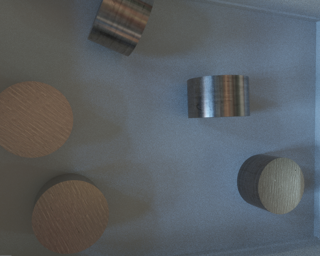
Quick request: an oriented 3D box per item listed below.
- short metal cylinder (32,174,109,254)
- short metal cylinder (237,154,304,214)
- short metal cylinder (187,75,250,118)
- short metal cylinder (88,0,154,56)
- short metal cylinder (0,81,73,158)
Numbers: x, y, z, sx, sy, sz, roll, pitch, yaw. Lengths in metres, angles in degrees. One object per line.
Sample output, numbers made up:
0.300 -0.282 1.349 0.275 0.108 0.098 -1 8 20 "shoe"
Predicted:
-0.104 0.096 0.359 0.081 0.050 0.080 0 90 -20 "short metal cylinder"
0.163 0.081 0.457 0.081 0.050 0.080 0 90 -20 "short metal cylinder"
0.077 -0.039 0.409 0.081 0.080 0.050 -2 91 -20 "short metal cylinder"
-0.047 -0.131 0.364 0.050 0.080 0.080 20 83 -19 "short metal cylinder"
-0.141 -0.009 0.345 0.081 0.050 0.080 0 90 -20 "short metal cylinder"
